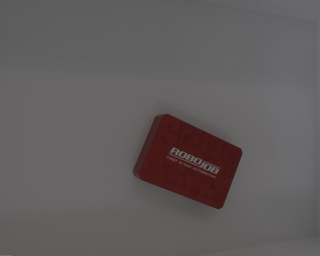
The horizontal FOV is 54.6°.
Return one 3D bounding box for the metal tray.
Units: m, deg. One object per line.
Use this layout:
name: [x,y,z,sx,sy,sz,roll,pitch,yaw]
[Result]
metal tray: [0.040,0.046,0.422,0.131,0.030,0.090,25,82,-19]
